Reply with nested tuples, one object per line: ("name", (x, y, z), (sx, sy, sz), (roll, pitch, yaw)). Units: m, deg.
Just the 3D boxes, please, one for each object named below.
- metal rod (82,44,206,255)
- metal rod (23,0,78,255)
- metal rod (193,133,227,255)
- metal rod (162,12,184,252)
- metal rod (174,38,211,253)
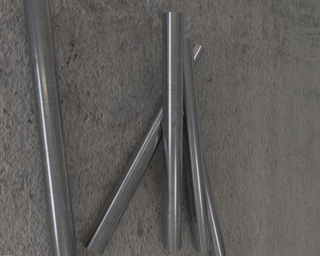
("metal rod", (-0.010, 0.011, 0.396), (0.025, 0.025, 0.300), (42, 65, -32))
("metal rod", (-0.108, 0.025, 0.313), (0.025, 0.025, 0.298), (-8, 95, -40))
("metal rod", (0.073, 0.124, 0.466), (0.025, 0.025, 0.298), (-22, 104, -38))
("metal rod", (0.016, 0.015, 0.386), (0.025, 0.025, 0.298), (-11, 107, -40))
("metal rod", (0.045, 0.033, 0.420), (0.025, 0.025, 0.298), (-19, 109, -38))
